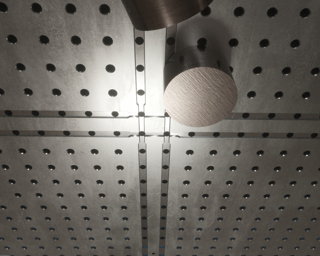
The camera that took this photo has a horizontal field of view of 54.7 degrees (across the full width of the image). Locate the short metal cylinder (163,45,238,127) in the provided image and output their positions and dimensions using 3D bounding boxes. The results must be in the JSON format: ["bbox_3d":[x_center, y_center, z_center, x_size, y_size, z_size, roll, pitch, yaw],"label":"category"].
[{"bbox_3d":[0.044,-0.047,0.356,0.081,0.050,0.079,0,130,0],"label":"short metal cylinder"}]

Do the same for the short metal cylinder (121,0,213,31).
[{"bbox_3d":[0.003,-0.127,0.267,0.080,0.080,0.050,-17,128,13],"label":"short metal cylinder"}]
